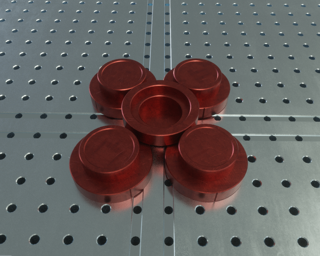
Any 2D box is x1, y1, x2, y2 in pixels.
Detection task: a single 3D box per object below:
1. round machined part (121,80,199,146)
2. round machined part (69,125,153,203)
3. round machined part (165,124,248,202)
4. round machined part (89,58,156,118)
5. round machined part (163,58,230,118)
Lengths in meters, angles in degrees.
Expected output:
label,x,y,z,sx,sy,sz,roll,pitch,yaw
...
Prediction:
label,x,y,z,sx,sy,sz,roll,pitch,yaw
round machined part,0.001,-0.015,0.407,0.099,0.042,0.098,0,50,0
round machined part,-0.058,0.035,0.367,0.099,0.042,0.098,0,50,0
round machined part,0.055,0.034,0.368,0.099,0.042,0.098,0,50,0
round machined part,-0.053,-0.063,0.448,0.099,0.042,0.098,0,50,0
round machined part,0.053,-0.064,0.450,0.099,0.042,0.098,0,50,0
